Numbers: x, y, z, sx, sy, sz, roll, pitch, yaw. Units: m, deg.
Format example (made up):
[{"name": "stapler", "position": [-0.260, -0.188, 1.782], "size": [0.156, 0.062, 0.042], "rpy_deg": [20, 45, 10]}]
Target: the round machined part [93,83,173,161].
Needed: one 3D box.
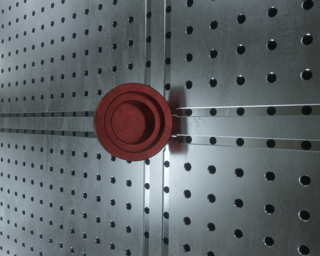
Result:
[{"name": "round machined part", "position": [-0.037, -0.007, 0.402], "size": [0.042, 0.099, 0.097], "rpy_deg": [173, 95, -71]}]
